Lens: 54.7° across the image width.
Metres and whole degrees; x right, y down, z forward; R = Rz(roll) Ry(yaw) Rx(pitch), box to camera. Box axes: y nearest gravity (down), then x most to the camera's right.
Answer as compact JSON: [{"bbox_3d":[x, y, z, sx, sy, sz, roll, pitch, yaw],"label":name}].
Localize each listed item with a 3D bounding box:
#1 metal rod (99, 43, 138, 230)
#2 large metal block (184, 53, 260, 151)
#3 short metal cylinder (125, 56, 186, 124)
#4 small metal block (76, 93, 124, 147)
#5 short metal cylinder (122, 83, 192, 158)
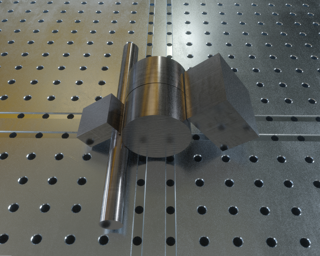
[{"bbox_3d":[-0.049,-0.015,0.414,0.025,0.025,0.300,0,50,0],"label":"metal rod"},{"bbox_3d":[0.075,-0.031,0.384,0.050,0.080,0.080,-26,44,29],"label":"large metal block"},{"bbox_3d":[-0.003,-0.046,0.405,0.081,0.080,0.050,0,50,0],"label":"short metal cylinder"},{"bbox_3d":[-0.075,-0.010,0.396,0.050,0.025,0.050,-24,44,26],"label":"small metal block"},{"bbox_3d":[-0.004,-0.007,0.373,0.081,0.080,0.050,0,50,0],"label":"short metal cylinder"}]
